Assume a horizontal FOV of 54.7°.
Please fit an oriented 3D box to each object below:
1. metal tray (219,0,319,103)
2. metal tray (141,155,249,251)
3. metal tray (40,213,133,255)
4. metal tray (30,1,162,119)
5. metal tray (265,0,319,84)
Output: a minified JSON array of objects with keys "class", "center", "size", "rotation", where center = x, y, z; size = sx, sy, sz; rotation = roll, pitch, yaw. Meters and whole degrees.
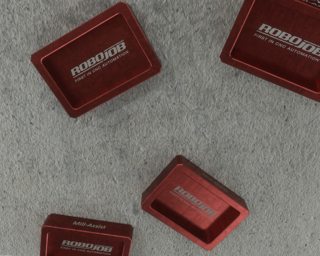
[{"class":"metal tray","center":[0.144,-0.094,0.343],"size":[0.130,0.030,0.089],"rotation":[24,129,5]},{"class":"metal tray","center":[0.050,0.110,0.447],"size":[0.130,0.030,0.090],"rotation":[36,106,-13]},{"class":"metal tray","center":[-0.113,0.185,0.474],"size":[0.131,0.030,0.089],"rotation":[10,110,-4]},{"class":"metal tray","center":[-0.074,-0.080,0.376],"size":[0.130,0.030,0.090],"rotation":[-27,108,9]},{"class":"metal tray","center":[0.198,-0.120,0.364],"size":[0.090,0.030,0.130],"rotation":[-35,107,12]}]
